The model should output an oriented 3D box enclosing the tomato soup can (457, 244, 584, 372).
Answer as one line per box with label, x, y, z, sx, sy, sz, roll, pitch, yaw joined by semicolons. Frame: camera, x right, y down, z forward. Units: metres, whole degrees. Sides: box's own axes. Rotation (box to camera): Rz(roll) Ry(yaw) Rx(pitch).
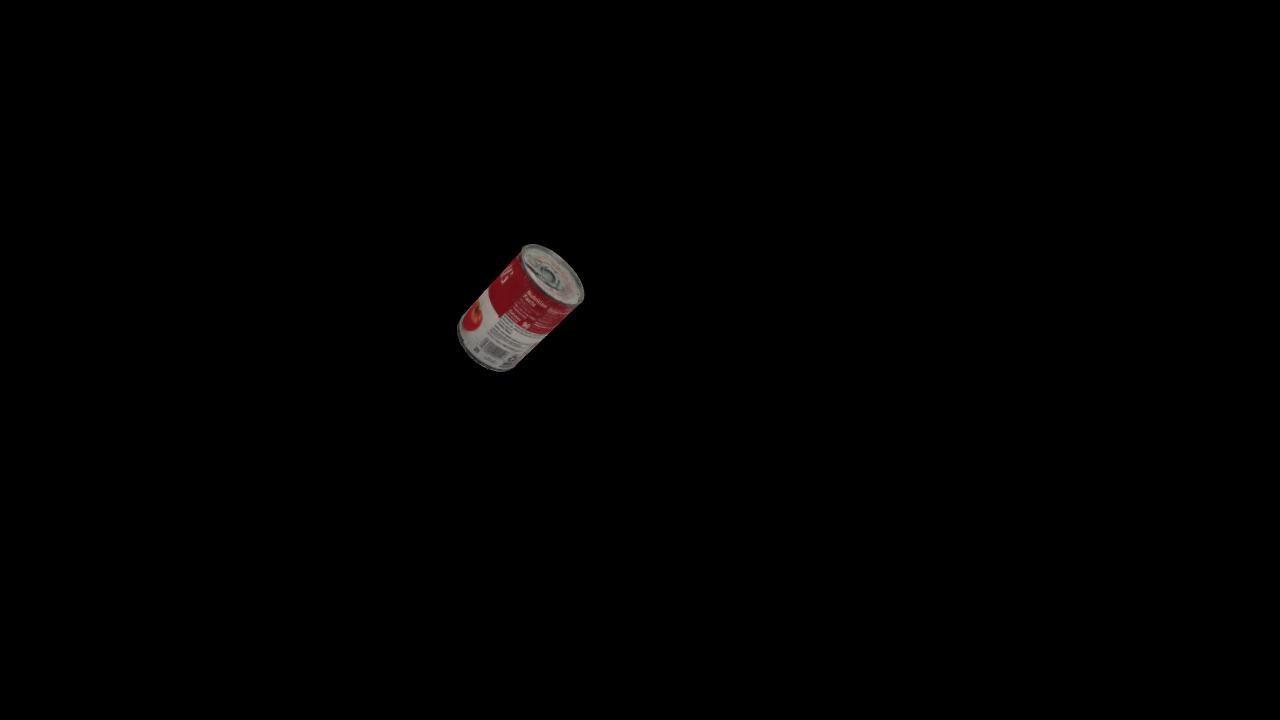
tomato soup can;-0.106;-0.044;0.543;0.101;0.068;0.068;-41;-22;27
